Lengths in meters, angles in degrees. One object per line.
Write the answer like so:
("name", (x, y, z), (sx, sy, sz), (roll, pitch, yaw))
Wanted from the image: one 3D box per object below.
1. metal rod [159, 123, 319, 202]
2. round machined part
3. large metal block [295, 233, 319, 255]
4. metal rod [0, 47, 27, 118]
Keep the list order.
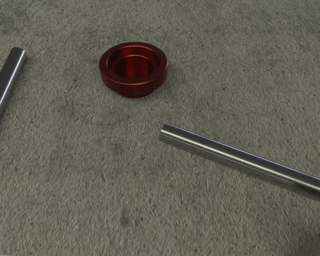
("metal rod", (0.140, 0.055, 0.358), (0.301, 0.025, 0.025), (20, 53, 16))
("round machined part", (-0.038, -0.082, 0.461), (0.099, 0.042, 0.098), (0, 50, 0))
("large metal block", (0.163, 0.132, 0.259), (0.050, 0.080, 0.080), (-17, 52, -14))
("metal rod", (-0.228, -0.006, 0.404), (0.025, 0.025, 0.300), (0, 50, -1))
